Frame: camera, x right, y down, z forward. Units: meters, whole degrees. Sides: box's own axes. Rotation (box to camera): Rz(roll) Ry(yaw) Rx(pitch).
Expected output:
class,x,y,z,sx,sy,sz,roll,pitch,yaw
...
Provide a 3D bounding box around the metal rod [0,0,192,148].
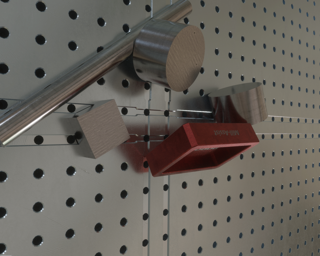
class,x,y,z,sx,sy,sz,roll,pitch,yaw
metal rod,-0.058,-0.081,0.360,0.301,0.025,0.025,-44,117,-31

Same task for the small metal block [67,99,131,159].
class,x,y,z,sx,sy,sz,roll,pitch,yaw
small metal block,-0.069,0.000,0.352,0.050,0.025,0.050,-33,110,-35

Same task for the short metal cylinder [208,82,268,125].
class,x,y,z,sx,sy,sz,roll,pitch,yaw
short metal cylinder,0.119,-0.035,0.473,0.081,0.080,0.050,-25,106,-37

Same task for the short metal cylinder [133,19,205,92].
class,x,y,z,sx,sy,sz,roll,pitch,yaw
short metal cylinder,0.013,-0.090,0.385,0.081,0.050,0.079,-33,135,-41

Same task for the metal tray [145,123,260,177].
class,x,y,z,sx,sy,sz,roll,pitch,yaw
metal tray,0.058,0.028,0.413,0.131,0.090,0.030,0,60,-40
